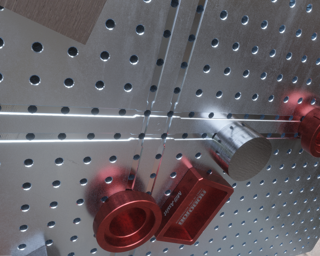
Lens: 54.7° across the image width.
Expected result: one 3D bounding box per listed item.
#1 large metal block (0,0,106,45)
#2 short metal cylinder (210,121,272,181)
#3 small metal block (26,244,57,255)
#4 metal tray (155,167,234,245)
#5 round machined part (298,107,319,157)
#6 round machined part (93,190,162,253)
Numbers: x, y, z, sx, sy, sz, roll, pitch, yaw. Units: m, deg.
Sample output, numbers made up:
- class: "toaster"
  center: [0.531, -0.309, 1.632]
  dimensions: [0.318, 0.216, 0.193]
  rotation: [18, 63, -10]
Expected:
- class: "large metal block"
  center: [-0.089, -0.131, 0.265]
  dimensions: [0.080, 0.050, 0.080]
  rotation: [20, 108, -36]
- class: "short metal cylinder"
  center: [0.126, 0.036, 0.486]
  dimensions: [0.081, 0.050, 0.079]
  rotation: [-14, 124, -21]
- class: "small metal block"
  center: [-0.172, 0.201, 0.442]
  dimensions: [0.050, 0.025, 0.050]
  rotation: [-29, 128, -10]
- class: "metal tray"
  center: [0.053, 0.135, 0.520]
  dimensions: [0.090, 0.030, 0.129]
  rotation: [24, 105, -37]
- class: "round machined part"
  center: [0.293, 0.002, 0.561]
  dimensions: [0.099, 0.042, 0.097]
  rotation: [-14, 124, -21]
- class: "round machined part"
  center: [-0.050, 0.131, 0.454]
  dimensions: [0.099, 0.042, 0.097]
  rotation: [-14, 124, -21]
